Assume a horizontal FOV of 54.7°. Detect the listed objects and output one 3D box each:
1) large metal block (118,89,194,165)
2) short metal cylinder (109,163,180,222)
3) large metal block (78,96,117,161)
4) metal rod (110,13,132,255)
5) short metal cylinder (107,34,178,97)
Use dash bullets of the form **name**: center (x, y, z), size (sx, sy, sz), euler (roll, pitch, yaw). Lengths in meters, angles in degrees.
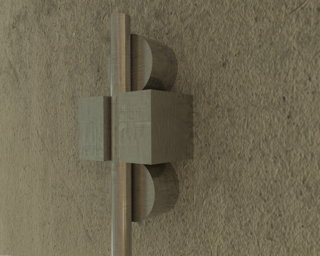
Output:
- **large metal block**: center (-0.003, -0.001, 0.373), size (0.050, 0.081, 0.080), euler (-1, 89, 40)
- **short metal cylinder**: center (-0.021, 0.078, 0.408), size (0.080, 0.050, 0.080), euler (0, 89, 40)
- **large metal block**: center (-0.062, 0.001, 0.421), size (0.050, 0.081, 0.080), euler (-1, 89, 40)
- **metal rod**: center (-0.048, 0.012, 0.380), size (0.025, 0.025, 0.298), euler (-1, 89, 40)
- **short metal cylinder**: center (-0.024, -0.078, 0.409), size (0.080, 0.050, 0.080), euler (0, 89, 40)
